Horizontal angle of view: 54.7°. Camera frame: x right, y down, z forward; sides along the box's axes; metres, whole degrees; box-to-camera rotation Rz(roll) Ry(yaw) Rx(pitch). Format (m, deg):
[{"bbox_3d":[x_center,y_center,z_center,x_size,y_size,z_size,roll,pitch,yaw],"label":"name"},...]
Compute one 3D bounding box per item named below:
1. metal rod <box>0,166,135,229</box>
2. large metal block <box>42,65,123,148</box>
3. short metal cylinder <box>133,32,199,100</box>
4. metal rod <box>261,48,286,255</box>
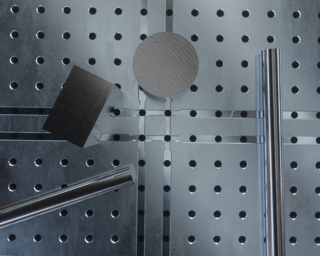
[{"bbox_3d":[-0.180,0.110,0.411,0.302,0.025,0.025,-18,90,-1],"label":"metal rod"},{"bbox_3d":[-0.091,-0.024,0.385,0.050,0.080,0.080,27,90,-1],"label":"large metal block"},{"bbox_3d":[0.007,-0.077,0.401,0.081,0.050,0.079,0,90,-1],"label":"short metal cylinder"},{"bbox_3d":[0.152,0.045,0.415,0.025,0.025,0.298,-1,90,-1],"label":"metal rod"}]
